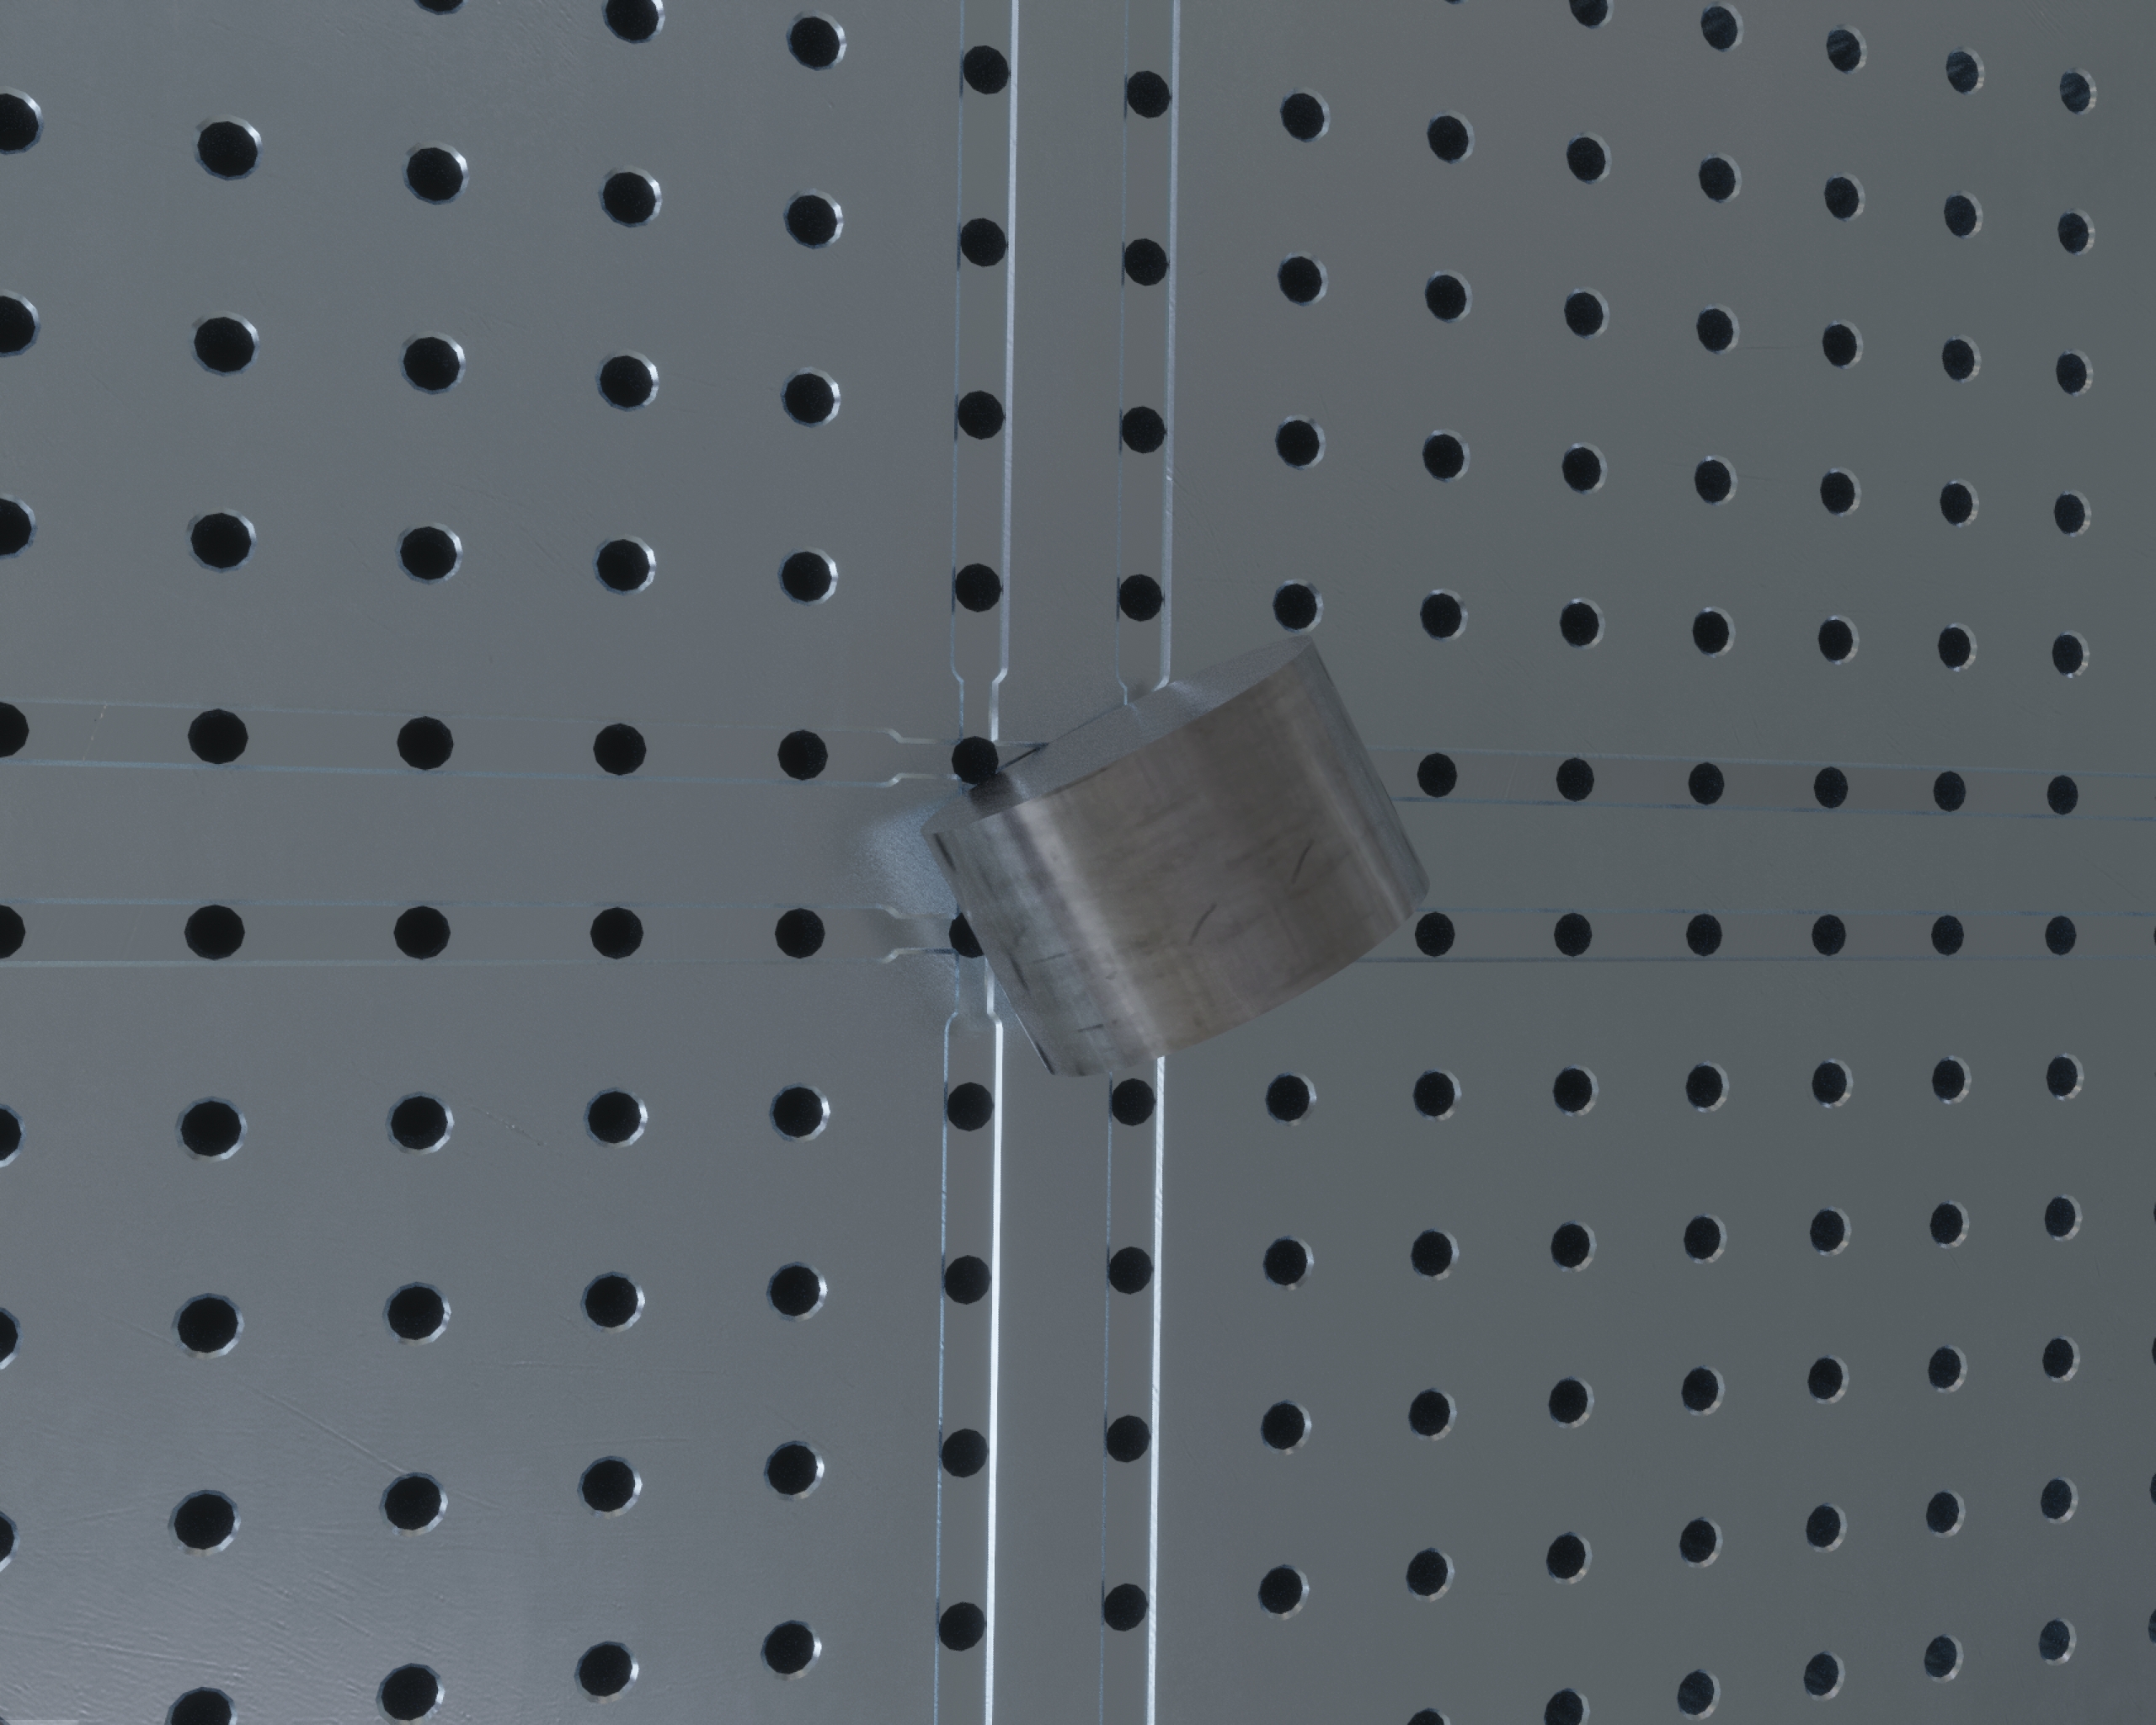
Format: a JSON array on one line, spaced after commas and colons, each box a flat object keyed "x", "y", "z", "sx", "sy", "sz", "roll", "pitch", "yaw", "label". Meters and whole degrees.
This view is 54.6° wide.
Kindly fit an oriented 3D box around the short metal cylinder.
[{"x": 0.018, "y": -0.002, "z": 0.389, "sx": 0.080, "sy": 0.080, "sz": 0.050, "roll": -30, "pitch": 99, "yaw": -18, "label": "short metal cylinder"}]
